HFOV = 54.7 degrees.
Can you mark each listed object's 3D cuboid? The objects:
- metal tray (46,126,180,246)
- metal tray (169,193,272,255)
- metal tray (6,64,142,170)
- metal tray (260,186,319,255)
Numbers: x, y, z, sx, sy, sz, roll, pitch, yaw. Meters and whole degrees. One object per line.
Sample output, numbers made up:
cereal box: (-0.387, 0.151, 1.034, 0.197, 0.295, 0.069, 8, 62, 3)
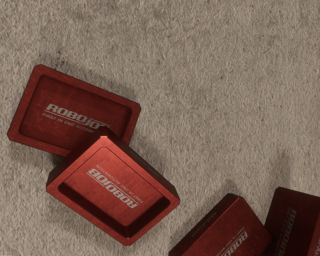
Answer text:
metal tray: (-0.051, 0.071, 0.361, 0.090, 0.030, 0.130, -42, 114, 7)
metal tray: (0.088, 0.169, 0.441, 0.130, 0.030, 0.090, -40, 103, -16)
metal tray: (-0.098, -0.009, 0.370, 0.131, 0.030, 0.090, 21, 83, -19)
metal tray: (0.192, 0.158, 0.447, 0.030, 0.090, 0.130, 23, 82, -19)
